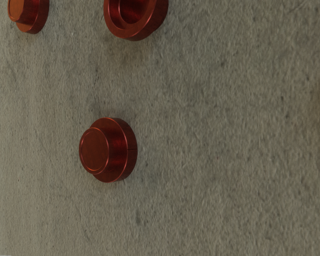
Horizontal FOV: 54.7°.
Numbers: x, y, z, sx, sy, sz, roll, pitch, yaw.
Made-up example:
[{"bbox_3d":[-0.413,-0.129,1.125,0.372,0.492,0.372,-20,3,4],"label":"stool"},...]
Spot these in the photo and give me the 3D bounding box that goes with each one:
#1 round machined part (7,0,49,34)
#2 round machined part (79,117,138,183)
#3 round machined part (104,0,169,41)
[{"bbox_3d":[-0.262,-0.238,0.606,0.098,0.042,0.097,0,90,39],"label":"round machined part"},{"bbox_3d":[-0.083,0.033,0.460,0.098,0.042,0.097,0,90,39],"label":"round machined part"},{"bbox_3d":[-0.027,-0.165,0.414,0.098,0.042,0.097,0,90,39],"label":"round machined part"}]
